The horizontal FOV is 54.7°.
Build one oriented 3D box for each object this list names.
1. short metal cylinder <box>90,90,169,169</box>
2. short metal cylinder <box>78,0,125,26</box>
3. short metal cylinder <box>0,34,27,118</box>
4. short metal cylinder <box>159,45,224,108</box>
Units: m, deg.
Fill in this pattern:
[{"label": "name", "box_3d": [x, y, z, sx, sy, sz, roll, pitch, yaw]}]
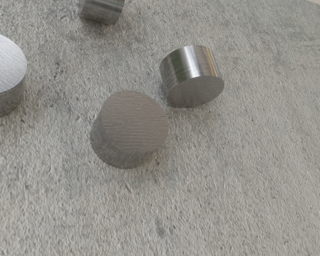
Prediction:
[{"label": "short metal cylinder", "box_3d": [-0.037, 0.002, 0.366, 0.081, 0.050, 0.080, 14, 56, -21]}, {"label": "short metal cylinder", "box_3d": [-0.083, -0.193, 0.442, 0.050, 0.080, 0.080, 8, 58, -24]}, {"label": "short metal cylinder", "box_3d": [-0.184, -0.054, 0.322, 0.081, 0.050, 0.080, 14, 56, -21]}, {"label": "short metal cylinder", "box_3d": [0.044, -0.070, 0.434, 0.081, 0.080, 0.050, 1, 62, -28]}]
